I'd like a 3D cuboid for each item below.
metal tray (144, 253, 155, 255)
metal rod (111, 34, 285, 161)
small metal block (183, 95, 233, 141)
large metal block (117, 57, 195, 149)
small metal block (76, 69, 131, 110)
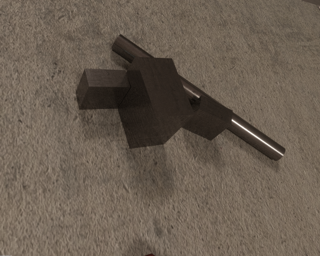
[{"bbox_3d":[0.017,0.194,0.293,0.130,0.030,0.090,35,51,-5],"label":"metal tray"},{"bbox_3d":[0.061,-0.042,0.464,0.301,0.025,0.025,34,51,-7],"label":"metal rod"},{"bbox_3d":[0.065,-0.013,0.432,0.050,0.050,0.025,24,53,-14],"label":"small metal block"},{"bbox_3d":[-0.012,-0.030,0.382,0.050,0.080,0.080,-5,65,-31],"label":"large metal block"},{"bbox_3d":[-0.071,-0.046,0.379,0.050,0.050,0.025,-4,64,-30],"label":"small metal block"}]
